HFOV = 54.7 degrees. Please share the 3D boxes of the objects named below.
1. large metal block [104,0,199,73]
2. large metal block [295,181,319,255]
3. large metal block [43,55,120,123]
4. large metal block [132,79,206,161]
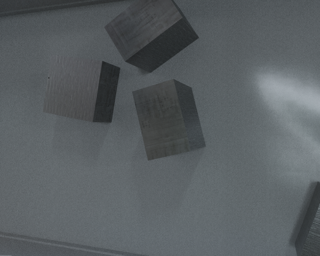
[{"bbox_3d":[-0.007,-0.118,0.383,0.080,0.080,0.050,-34,80,16],"label":"large metal block"},{"bbox_3d":[0.199,0.112,0.327,0.080,0.050,0.080,19,96,18],"label":"large metal block"},{"bbox_3d":[-0.109,-0.054,0.434,0.080,0.050,0.079,11,94,19],"label":"large metal block"},{"bbox_3d":[0.014,-0.009,0.376,0.050,0.080,0.080,-15,85,19],"label":"large metal block"}]
